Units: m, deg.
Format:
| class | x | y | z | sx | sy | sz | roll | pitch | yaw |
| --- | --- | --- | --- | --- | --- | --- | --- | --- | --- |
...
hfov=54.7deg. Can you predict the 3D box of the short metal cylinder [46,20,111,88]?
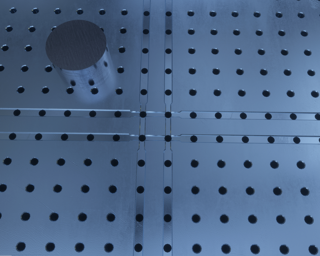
| class | x | y | z | sx | sy | sz | roll | pitch | yaw |
| --- | --- | --- | --- | --- | --- | --- | --- | --- | --- |
| short metal cylinder | -0.112 | -0.103 | 0.435 | 0.081 | 0.050 | 0.080 | 0 | 70 | 0 |
